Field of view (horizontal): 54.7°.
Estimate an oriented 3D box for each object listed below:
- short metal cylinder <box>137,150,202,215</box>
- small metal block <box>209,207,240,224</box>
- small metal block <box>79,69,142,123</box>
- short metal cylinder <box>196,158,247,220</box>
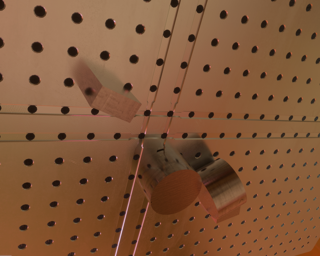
[{"bbox_3d":[0.013,0.079,0.451,0.081,0.050,0.079,-14,124,-21],"label":"short metal cylinder"},{"bbox_3d":[0.119,0.140,0.562,0.050,0.025,0.050,-14,125,-21],"label":"small metal block"},{"bbox_3d":[-0.055,-0.035,0.343,0.050,0.050,0.025,24,106,-37],"label":"small metal block"},{"bbox_3d":[0.089,0.094,0.482,0.050,0.080,0.080,-26,128,-12],"label":"short metal cylinder"}]
